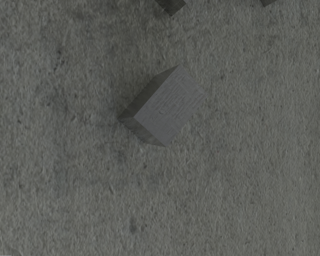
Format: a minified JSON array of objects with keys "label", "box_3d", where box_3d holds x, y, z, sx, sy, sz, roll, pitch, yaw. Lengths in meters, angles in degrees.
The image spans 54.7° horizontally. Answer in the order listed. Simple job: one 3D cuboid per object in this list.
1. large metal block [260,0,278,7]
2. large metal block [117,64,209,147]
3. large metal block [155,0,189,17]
[{"label":"large metal block","box_3d":[0.181,-0.243,0.464,0.080,0.050,0.080,-36,102,-17]},{"label":"large metal block","box_3d":[0.001,-0.025,0.381,0.050,0.080,0.080,43,76,-15]},{"label":"large metal block","box_3d":[0.019,-0.210,0.403,0.080,0.050,0.080,41,77,-16]}]
